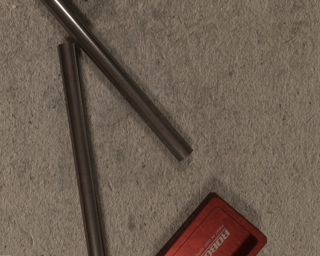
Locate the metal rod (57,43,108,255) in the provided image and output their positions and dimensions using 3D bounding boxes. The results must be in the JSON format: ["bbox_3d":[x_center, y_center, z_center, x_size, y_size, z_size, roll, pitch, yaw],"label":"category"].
[{"bbox_3d":[-0.101,0.039,0.408,0.025,0.025,0.298,-8,90,0],"label":"metal rod"}]

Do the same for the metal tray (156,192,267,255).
[{"bbox_3d":[0.063,0.163,0.408,0.090,0.030,0.130,41,90,-1],"label":"metal tray"}]

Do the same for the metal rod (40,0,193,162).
[{"bbox_3d":[-0.063,-0.077,0.409,0.025,0.025,0.300,-41,91,0],"label":"metal rod"}]
